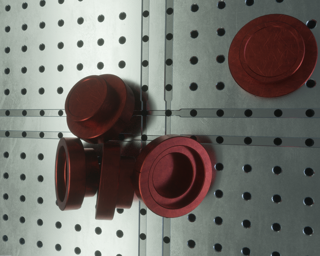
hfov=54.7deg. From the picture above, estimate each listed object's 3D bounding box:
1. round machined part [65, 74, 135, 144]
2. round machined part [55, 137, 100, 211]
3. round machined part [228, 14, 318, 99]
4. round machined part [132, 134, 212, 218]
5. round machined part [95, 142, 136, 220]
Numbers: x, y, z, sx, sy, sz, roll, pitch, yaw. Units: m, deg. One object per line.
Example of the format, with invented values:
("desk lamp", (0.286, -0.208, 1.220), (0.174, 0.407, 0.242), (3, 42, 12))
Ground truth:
("round machined part", (-0.087, -0.031, 0.413), (0.098, 0.042, 0.098), (-12, 61, 23))
("round machined part", (-0.114, 0.062, 0.425), (0.098, 0.042, 0.097), (-7, 82, 61))
("round machined part", (0.128, -0.084, 0.358), (0.098, 0.042, 0.097), (0, 90, 19))
("round machined part", (0.012, 0.056, 0.380), (0.042, 0.099, 0.097), (12, 96, 63))
("round machined part", (-0.057, 0.069, 0.401), (0.042, 0.098, 0.097), (6, 93, -11))
